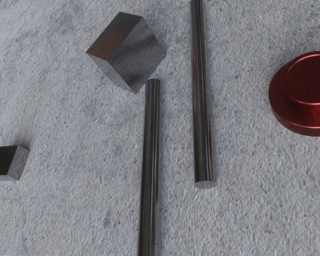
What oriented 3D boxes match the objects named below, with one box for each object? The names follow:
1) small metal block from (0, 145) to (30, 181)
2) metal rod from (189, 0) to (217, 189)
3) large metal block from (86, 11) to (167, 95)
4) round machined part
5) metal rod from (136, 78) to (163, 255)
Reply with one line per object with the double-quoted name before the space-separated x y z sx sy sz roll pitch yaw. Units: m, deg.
"small metal block" -0.243 0.057 0.494 0.050 0.025 0.050 -5 59 25
"metal rod" 0.054 -0.066 0.414 0.025 0.025 0.299 -12 57 21
"large metal block" -0.047 -0.110 0.459 0.050 0.080 0.080 28 77 37
"round machined part" 0.168 -0.043 0.331 0.098 0.042 0.098 -13 56 20
"metal rod" -0.011 0.065 0.368 0.025 0.025 0.299 -12 56 21
